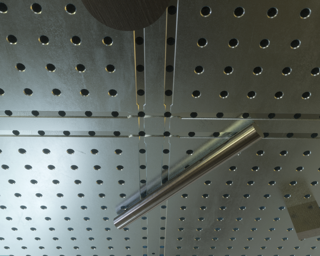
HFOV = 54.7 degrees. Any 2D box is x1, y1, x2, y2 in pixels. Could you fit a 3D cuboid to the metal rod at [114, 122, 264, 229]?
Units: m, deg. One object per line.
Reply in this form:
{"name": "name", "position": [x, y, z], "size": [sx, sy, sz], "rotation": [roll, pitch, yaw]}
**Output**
{"name": "metal rod", "position": [0.029, 0.086, 0.485], "size": [0.025, 0.025, 0.299], "rotation": [35, 121, -27]}

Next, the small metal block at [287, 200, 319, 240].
{"name": "small metal block", "position": [0.255, 0.159, 0.535], "size": [0.050, 0.050, 0.025], "rotation": [-20, 128, 16]}

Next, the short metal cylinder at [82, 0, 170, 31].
{"name": "short metal cylinder", "position": [-0.030, -0.136, 0.279], "size": [0.081, 0.050, 0.079], "rotation": [0, 130, 0]}
